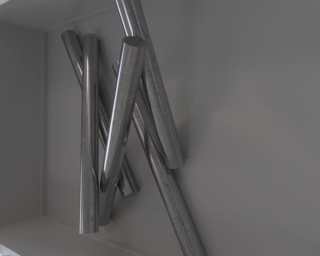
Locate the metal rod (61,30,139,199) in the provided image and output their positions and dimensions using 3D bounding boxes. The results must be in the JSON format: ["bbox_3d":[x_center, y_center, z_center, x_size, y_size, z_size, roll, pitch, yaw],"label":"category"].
[{"bbox_3d":[-0.101,-0.033,0.490,0.025,0.025,0.299,-38,67,33],"label":"metal rod"}]

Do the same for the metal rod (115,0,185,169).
[{"bbox_3d":[-0.020,-0.086,0.334,0.025,0.025,0.298,4,121,40],"label":"metal rod"}]

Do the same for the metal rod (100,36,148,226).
[{"bbox_3d":[-0.057,0.029,0.393,0.025,0.025,0.298,44,135,31],"label":"metal rod"}]

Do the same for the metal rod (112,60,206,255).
[{"bbox_3d":[-0.005,0.039,0.410,0.025,0.025,0.299,-34,69,35],"label":"metal rod"}]

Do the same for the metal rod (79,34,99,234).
[{"bbox_3d":[-0.102,-0.004,0.452,0.025,0.025,0.299,-19,66,38],"label":"metal rod"}]
